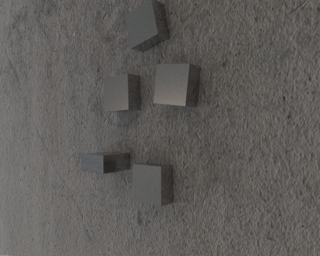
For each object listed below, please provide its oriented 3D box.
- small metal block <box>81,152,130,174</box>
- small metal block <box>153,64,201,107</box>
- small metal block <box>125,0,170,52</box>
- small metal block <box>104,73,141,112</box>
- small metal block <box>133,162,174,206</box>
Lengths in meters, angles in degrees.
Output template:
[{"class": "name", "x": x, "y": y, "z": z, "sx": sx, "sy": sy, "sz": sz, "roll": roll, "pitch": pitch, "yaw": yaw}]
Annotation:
[{"class": "small metal block", "x": -0.080, "y": 0.050, "z": 0.455, "sx": 0.050, "sy": 0.050, "sz": 0.025, "roll": -1, "pitch": 90, "yaw": 40}, {"class": "small metal block", "x": 0.021, "y": -0.054, "z": 0.388, "sx": 0.050, "sy": 0.025, "sz": 0.050, "roll": 9, "pitch": 96, "yaw": 39}, {"class": "small metal block", "x": -0.018, "y": -0.138, "z": 0.420, "sx": 0.050, "sy": 0.025, "sz": 0.050, "roll": -17, "pitch": 79, "yaw": 38}, {"class": "small metal block", "x": -0.055, "y": -0.049, "z": 0.450, "sx": 0.050, "sy": 0.025, "sz": 0.050, "roll": -2, "pitch": 89, "yaw": 40}, {"class": "small metal block", "x": -0.010, "y": 0.073, "z": 0.413, "sx": 0.050, "sy": 0.025, "sz": 0.050, "roll": 0, "pitch": 90, "yaw": 40}]
